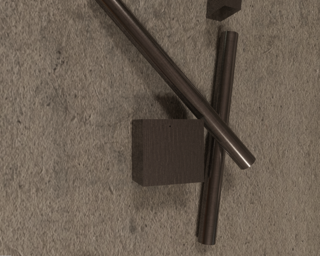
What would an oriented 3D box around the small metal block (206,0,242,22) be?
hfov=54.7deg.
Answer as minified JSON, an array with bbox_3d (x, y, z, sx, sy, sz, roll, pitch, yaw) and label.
[{"bbox_3d":[0.089,-0.183,0.430,0.025,0.050,0.050,6,88,-20],"label":"small metal block"}]

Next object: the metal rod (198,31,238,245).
[{"bbox_3d":[0.083,0.012,0.441,0.025,0.025,0.298,8,87,-20],"label":"metal rod"}]

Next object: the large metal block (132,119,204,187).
[{"bbox_3d":[0.009,0.029,0.400,0.081,0.050,0.079,0,90,-20],"label":"large metal block"}]

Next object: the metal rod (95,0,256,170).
[{"bbox_3d":[0.021,-0.063,0.401,0.025,0.025,0.300,-44,98,-15],"label":"metal rod"}]
